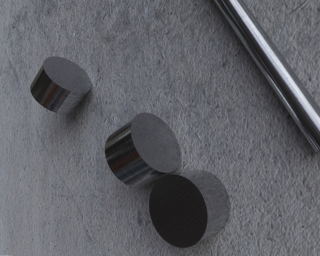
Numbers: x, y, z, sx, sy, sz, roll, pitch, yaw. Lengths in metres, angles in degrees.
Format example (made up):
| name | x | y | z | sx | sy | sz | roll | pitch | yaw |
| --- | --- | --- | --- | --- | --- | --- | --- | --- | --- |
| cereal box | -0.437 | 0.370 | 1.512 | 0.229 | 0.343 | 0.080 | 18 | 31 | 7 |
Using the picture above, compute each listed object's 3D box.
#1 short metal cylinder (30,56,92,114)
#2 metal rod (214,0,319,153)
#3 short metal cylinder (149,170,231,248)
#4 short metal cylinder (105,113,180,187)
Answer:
| name | x | y | z | sx | sy | sz | roll | pitch | yaw |
| --- | --- | --- | --- | --- | --- | --- | --- | --- | --- |
| short metal cylinder | -0.159 | -0.069 | 0.501 | 0.050 | 0.081 | 0.080 | -46 | 63 | 30 |
| metal rod | 0.090 | -0.110 | 0.330 | 0.025 | 0.025 | 0.299 | -39 | 66 | 33 |
| short metal cylinder | 0.034 | 0.091 | 0.361 | 0.080 | 0.050 | 0.080 | 0 | 90 | 40 |
| short metal cylinder | -0.021 | 0.028 | 0.386 | 0.050 | 0.081 | 0.080 | -34 | 69 | 35 |
